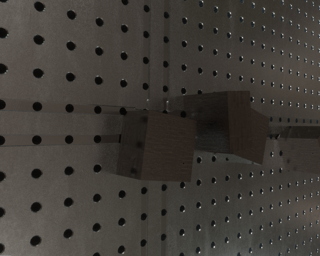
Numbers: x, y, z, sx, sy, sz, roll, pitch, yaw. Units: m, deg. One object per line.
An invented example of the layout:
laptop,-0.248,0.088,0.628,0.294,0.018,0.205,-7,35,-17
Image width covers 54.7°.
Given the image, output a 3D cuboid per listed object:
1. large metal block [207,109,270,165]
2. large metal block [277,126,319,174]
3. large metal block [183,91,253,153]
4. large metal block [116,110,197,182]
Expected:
large metal block,0.129,0.011,0.504,0.080,0.050,0.080,21,77,-39
large metal block,0.295,0.043,0.625,0.050,0.080,0.080,-35,112,-35
large metal block,0.082,-0.010,0.444,0.050,0.080,0.079,-6,94,-40
large metal block,-0.003,0.024,0.393,0.081,0.050,0.080,11,83,-40
